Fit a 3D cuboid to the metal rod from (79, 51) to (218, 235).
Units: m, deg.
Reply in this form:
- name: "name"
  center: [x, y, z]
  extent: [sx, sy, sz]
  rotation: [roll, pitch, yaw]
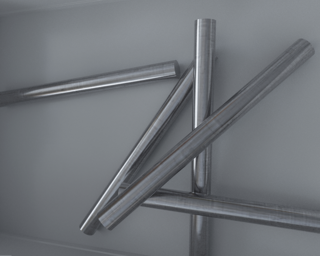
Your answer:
- name: "metal rod"
  center: [-0.021, 0.026, 0.417]
  extent: [0.025, 0.025, 0.299]
  rotation: [38, 102, 16]

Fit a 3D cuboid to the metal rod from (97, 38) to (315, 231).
- name: "metal rod"
  center: [0.052, 0.006, 0.348]
  extent: [0.300, 0.025, 0.025]
  rotation: [-41, 77, -2]

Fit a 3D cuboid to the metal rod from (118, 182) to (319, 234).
- name: "metal rod"
  center: [0.101, 0.094, 0.348]
  extent: [0.301, 0.025, 0.025]
  rotation: [6, 92, 10]

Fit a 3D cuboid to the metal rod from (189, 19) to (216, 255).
- name: "metal rod"
  center: [0.051, 0.024, 0.376]
  extent: [0.025, 0.025, 0.298]
  rotation: [3, 97, 20]

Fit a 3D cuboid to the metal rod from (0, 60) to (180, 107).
- name: "metal rod"
  center: [-0.119, -0.061, 0.452]
  extent: [0.301, 0.025, 0.025]
  rotation: [-6, 88, 19]
